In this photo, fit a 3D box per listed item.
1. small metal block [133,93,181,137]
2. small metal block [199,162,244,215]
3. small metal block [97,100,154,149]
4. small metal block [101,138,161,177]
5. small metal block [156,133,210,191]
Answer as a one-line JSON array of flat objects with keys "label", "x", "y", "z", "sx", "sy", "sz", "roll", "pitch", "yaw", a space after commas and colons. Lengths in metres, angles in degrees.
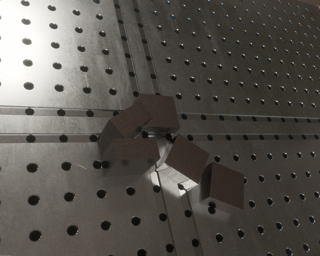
[{"label": "small metal block", "x": -0.005, "y": -0.017, "z": 0.417, "sx": 0.050, "sy": 0.025, "sz": 0.050, "roll": 3, "pitch": 60, "yaw": -27}, {"label": "small metal block", "x": 0.082, "y": 0.079, "z": 0.406, "sx": 0.050, "sy": 0.025, "sz": 0.050, "roll": 23, "pitch": 53, "yaw": -15}, {"label": "small metal block", "x": -0.042, "y": 0.000, "z": 0.371, "sx": 0.025, "sy": 0.050, "sz": 0.050, "roll": 49, "pitch": 51, "yaw": 5}, {"label": "small metal block", "x": -0.035, "y": 0.034, "z": 0.354, "sx": 0.050, "sy": 0.050, "sz": 0.025, "roll": 0, "pitch": 62, "yaw": -29}, {"label": "small metal block", "x": 0.030, "y": 0.044, "z": 0.399, "sx": 0.050, "sy": 0.025, "sz": 0.050, "roll": 34, "pitch": 51, "yaw": -7}]
